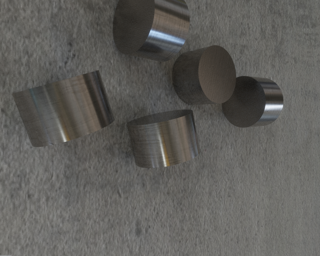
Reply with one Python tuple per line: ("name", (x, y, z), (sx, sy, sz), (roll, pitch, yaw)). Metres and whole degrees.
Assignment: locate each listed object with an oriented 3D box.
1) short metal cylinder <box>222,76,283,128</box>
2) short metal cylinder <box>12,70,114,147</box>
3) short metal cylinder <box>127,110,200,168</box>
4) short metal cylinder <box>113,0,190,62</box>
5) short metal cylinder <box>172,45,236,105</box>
("short metal cylinder", (0.147, -0.042, 0.495), (0.050, 0.080, 0.079), (-4, 93, -40))
("short metal cylinder", (-0.090, -0.020, 0.295), (0.081, 0.080, 0.050), (-26, 107, -37))
("short metal cylinder", (0.005, 0.011, 0.375), (0.081, 0.080, 0.050), (-19, 103, -39))
("short metal cylinder", (-0.012, -0.121, 0.360), (0.050, 0.080, 0.079), (2, 89, -40))
("short metal cylinder", (0.064, -0.074, 0.444), (0.081, 0.050, 0.079), (0, 90, -40))
